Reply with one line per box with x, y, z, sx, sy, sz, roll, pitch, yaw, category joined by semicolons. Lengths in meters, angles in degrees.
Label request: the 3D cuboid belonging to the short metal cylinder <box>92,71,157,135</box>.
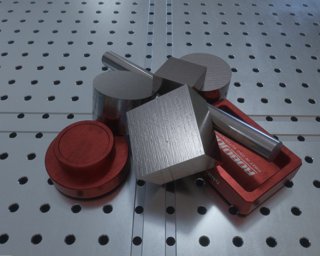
-0.046;-0.035;0.401;0.081;0.050;0.080;7;33;-4;short metal cylinder

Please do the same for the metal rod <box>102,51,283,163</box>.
0.018;-0.043;0.407;0.025;0.025;0.300;-35;49;-26;metal rod

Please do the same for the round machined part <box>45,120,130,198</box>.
-0.086;0.029;0.366;0.099;0.042;0.098;0;50;0;round machined part

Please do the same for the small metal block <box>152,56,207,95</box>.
0.025;-0.060;0.385;0.050;0.025;0.050;21;45;17;small metal block

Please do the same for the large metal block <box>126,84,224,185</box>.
0.015;0.010;0.344;0.080;0.050;0.080;-23;62;24;large metal block

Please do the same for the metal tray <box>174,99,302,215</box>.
0.089;0.028;0.376;0.091;0.030;0.130;-29;56;-23;metal tray

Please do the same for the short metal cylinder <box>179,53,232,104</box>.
0.057;-0.062;0.440;0.081;0.050;0.080;0;50;0;short metal cylinder
